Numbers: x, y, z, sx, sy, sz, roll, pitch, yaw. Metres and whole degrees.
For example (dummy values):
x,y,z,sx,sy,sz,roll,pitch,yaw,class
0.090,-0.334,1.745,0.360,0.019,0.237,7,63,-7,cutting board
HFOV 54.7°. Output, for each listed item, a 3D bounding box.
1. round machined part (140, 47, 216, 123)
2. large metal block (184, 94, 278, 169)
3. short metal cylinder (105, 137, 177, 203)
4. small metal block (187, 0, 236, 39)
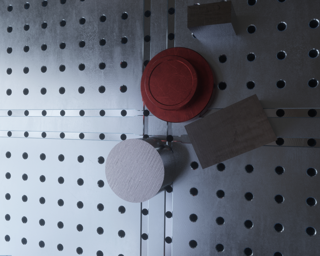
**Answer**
x,y,z,sx,sy,sz,roll,pitch,yaw,class
0.020,-0.055,0.397,0.098,0.042,0.097,0,90,20,round machined part
0.084,0.005,0.354,0.080,0.080,0.050,-25,82,18,large metal block
-0.024,0.053,0.408,0.080,0.050,0.080,0,90,20,short metal cylinder
0.064,-0.130,0.377,0.050,0.050,0.025,0,90,20,small metal block
